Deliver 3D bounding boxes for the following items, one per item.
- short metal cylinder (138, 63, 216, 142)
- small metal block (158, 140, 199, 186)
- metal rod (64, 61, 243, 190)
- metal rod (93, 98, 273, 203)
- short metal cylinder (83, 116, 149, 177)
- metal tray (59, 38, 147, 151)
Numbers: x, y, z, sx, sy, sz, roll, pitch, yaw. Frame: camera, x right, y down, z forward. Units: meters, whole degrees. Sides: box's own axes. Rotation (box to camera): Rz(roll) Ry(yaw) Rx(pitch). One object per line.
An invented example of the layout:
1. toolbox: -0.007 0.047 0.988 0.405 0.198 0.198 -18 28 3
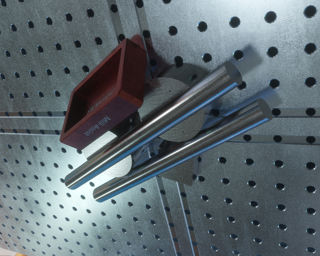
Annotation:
1. short metal cylinder: 0.021 -0.031 0.365 0.080 0.050 0.079 13 124 20
2. small metal block: 0.025 0.046 0.424 0.050 0.025 0.050 14 124 20
3. metal rod: -0.032 0.015 0.370 0.299 0.025 0.025 -33 100 38
4. metal rod: 0.005 0.043 0.400 0.299 0.025 0.025 -32 101 38
5. short metal cylinder: -0.063 0.023 0.441 0.080 0.050 0.079 13 124 20
6. metal tray: -0.071 -0.038 0.379 0.030 0.090 0.130 29 136 -32
